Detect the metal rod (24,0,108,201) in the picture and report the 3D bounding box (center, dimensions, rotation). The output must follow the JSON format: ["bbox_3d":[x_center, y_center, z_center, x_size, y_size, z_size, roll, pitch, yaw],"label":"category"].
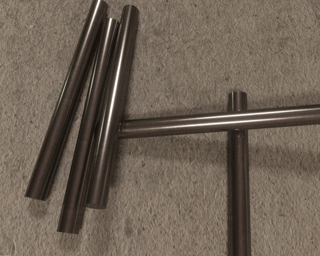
[{"bbox_3d":[-0.122,-0.052,0.425,0.025,0.025,0.299,11,70,3],"label":"metal rod"}]

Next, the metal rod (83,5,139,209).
[{"bbox_3d":[-0.057,-0.047,0.403,0.025,0.025,0.299,5,62,1],"label":"metal rod"}]

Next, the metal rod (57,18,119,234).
[{"bbox_3d":[-0.090,-0.017,0.413,0.025,0.025,0.299,7,70,2],"label":"metal rod"}]

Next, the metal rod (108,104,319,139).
[{"bbox_3d":[0.080,-0.008,0.387,0.302,0.025,0.025,-4,70,7],"label":"metal rod"}]

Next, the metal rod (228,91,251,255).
[{"bbox_3d":[0.096,0.095,0.374,0.025,0.025,0.299,4,70,1],"label":"metal rod"}]
